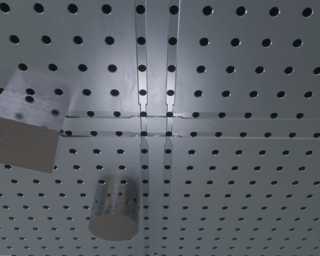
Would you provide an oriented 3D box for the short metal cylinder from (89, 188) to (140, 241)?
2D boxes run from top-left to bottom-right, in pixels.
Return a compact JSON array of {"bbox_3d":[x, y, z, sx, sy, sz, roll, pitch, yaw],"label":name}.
[{"bbox_3d":[-0.075,0.146,0.519,0.081,0.050,0.079,0,130,0],"label":"short metal cylinder"}]

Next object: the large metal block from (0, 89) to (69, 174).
[{"bbox_3d":[-0.169,0.007,0.399,0.081,0.050,0.079,15,129,-13],"label":"large metal block"}]
